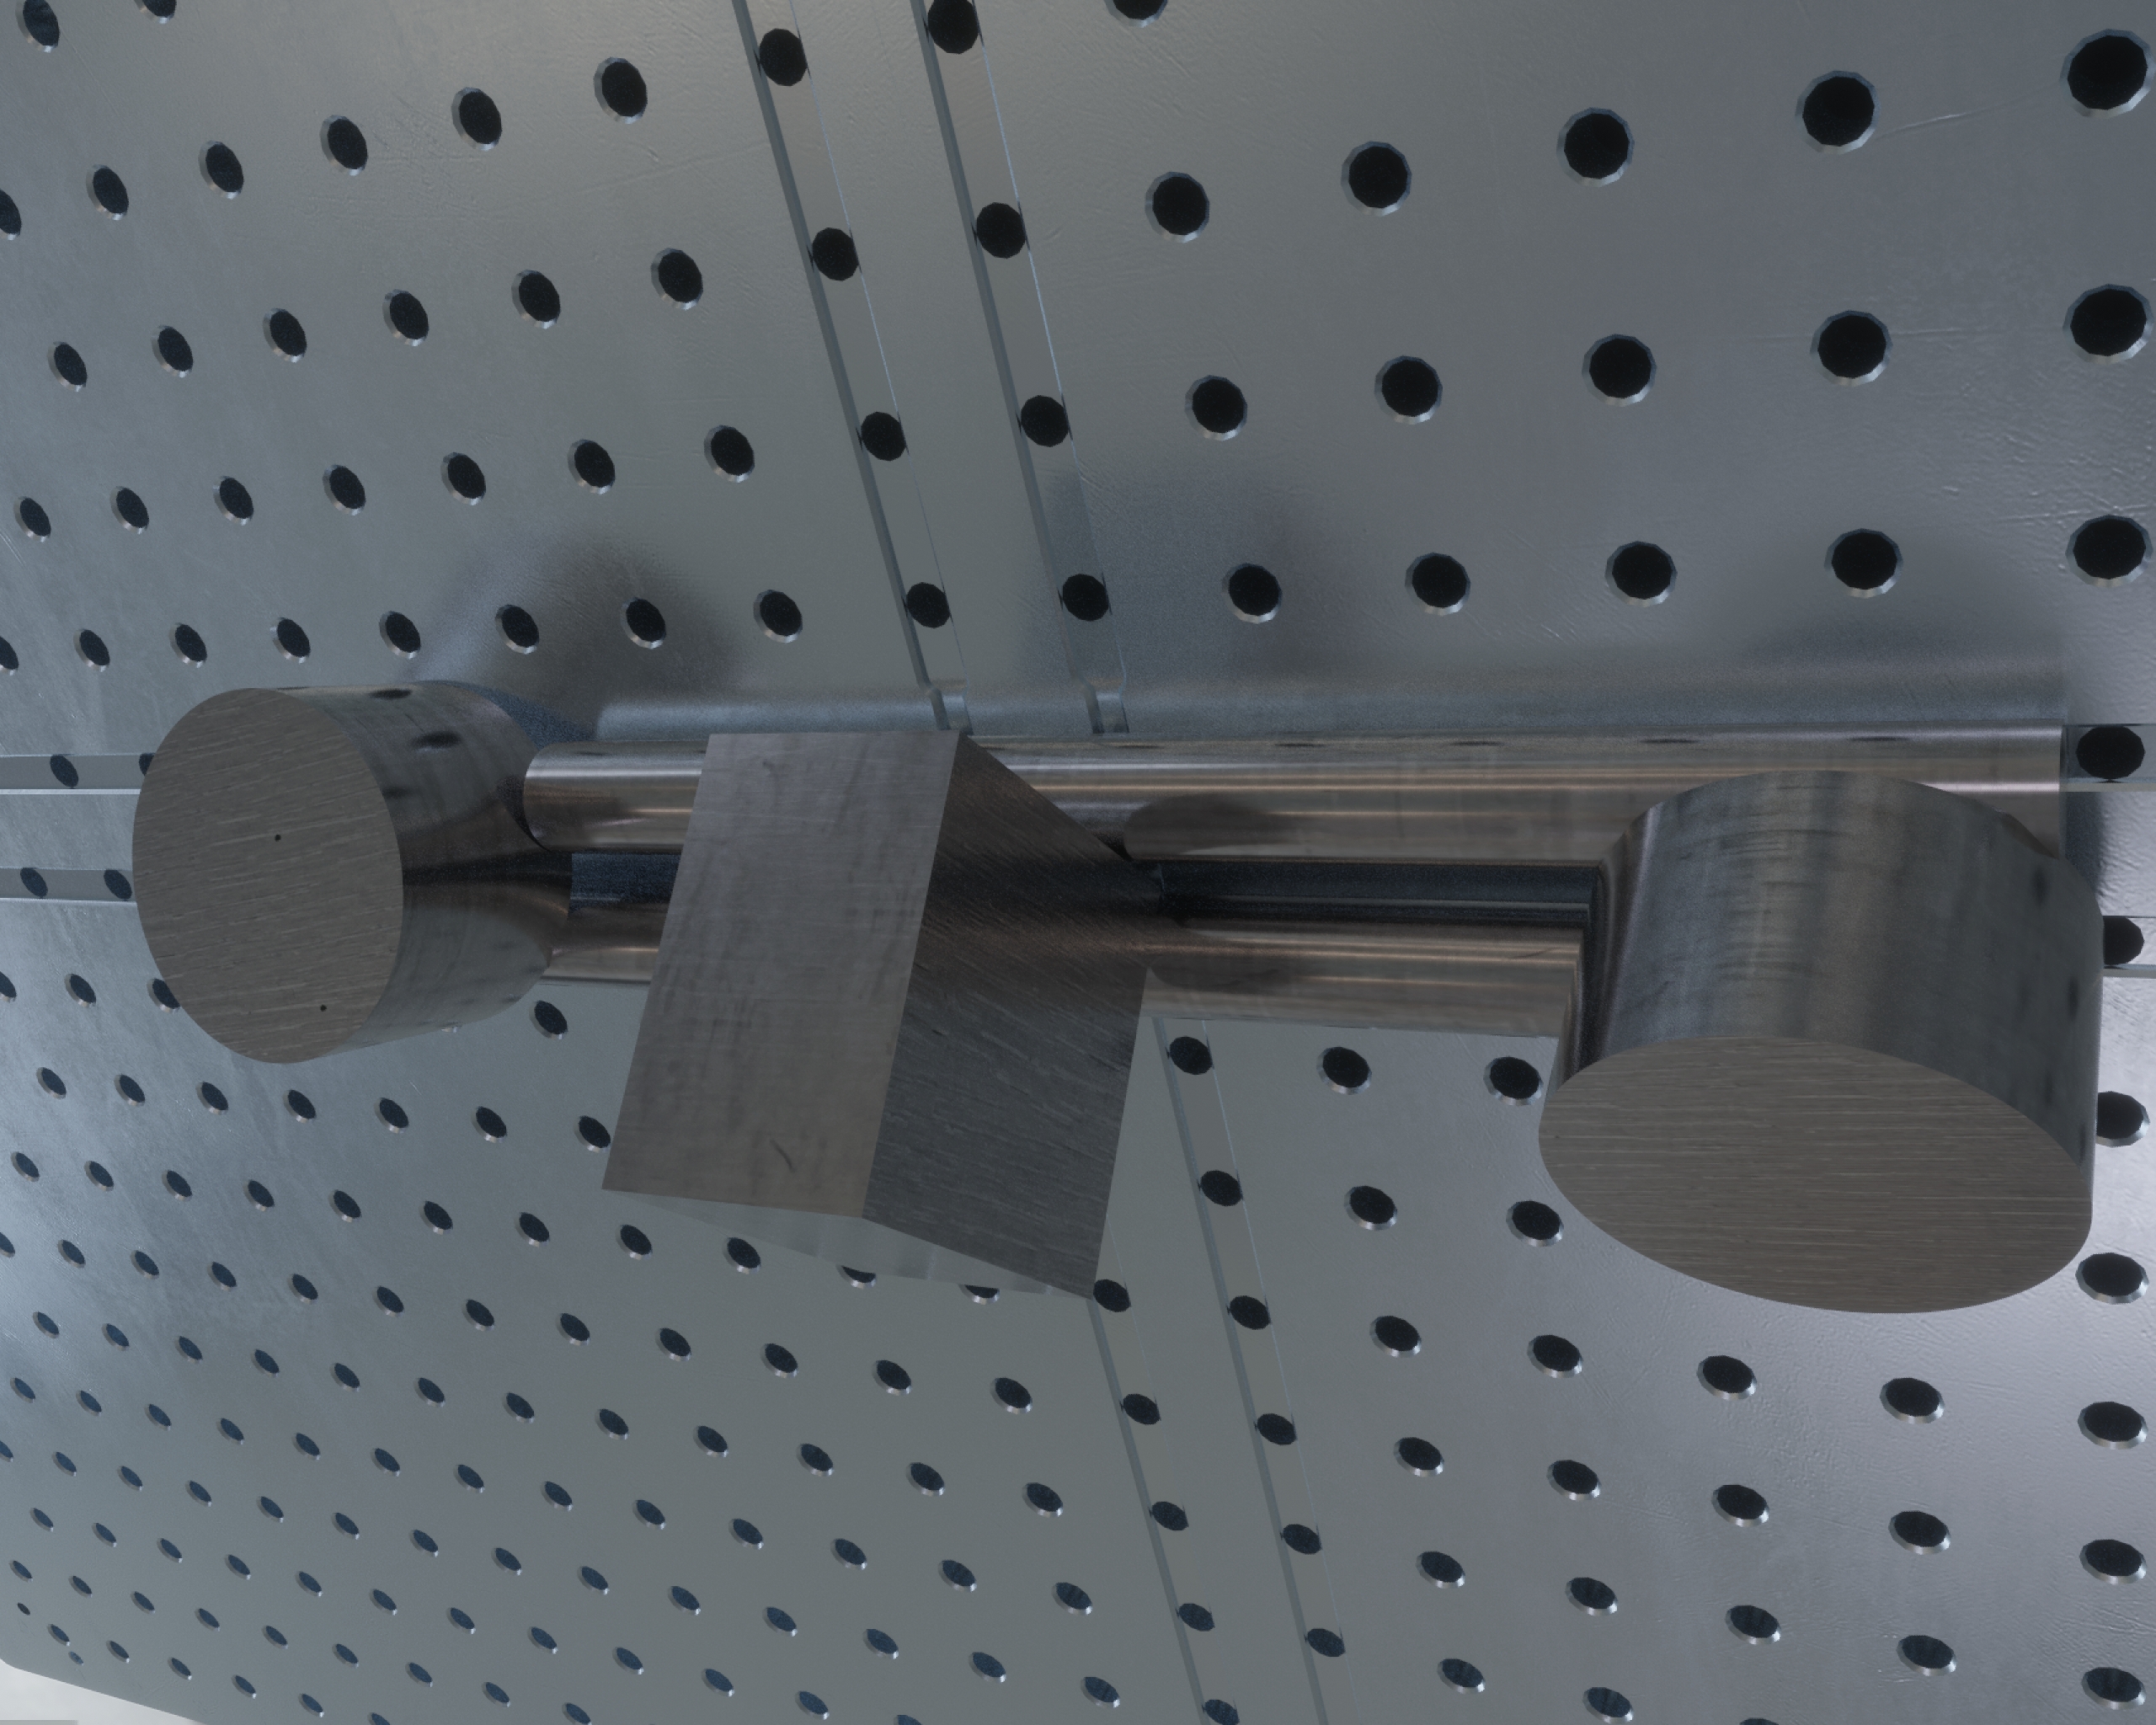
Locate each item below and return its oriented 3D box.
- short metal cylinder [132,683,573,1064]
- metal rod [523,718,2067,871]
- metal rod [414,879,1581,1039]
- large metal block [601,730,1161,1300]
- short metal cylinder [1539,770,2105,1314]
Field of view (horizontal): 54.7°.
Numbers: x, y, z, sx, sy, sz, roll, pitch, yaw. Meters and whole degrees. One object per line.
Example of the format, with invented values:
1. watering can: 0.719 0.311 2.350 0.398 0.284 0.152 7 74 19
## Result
1. short metal cylinder: -0.160 0.001 0.461 0.080 0.050 0.079 3 97 27
2. metal rod: 0.019 -0.012 0.393 0.300 0.025 0.025 1 119 27
3. metal rod: -0.039 0.017 0.441 0.300 0.025 0.025 1 119 27
4. large metal block: -0.030 0.029 0.371 0.050 0.080 0.080 1 161 28
5. short metal cylinder: 0.119 0.030 0.334 0.080 0.050 0.080 15 146 10
